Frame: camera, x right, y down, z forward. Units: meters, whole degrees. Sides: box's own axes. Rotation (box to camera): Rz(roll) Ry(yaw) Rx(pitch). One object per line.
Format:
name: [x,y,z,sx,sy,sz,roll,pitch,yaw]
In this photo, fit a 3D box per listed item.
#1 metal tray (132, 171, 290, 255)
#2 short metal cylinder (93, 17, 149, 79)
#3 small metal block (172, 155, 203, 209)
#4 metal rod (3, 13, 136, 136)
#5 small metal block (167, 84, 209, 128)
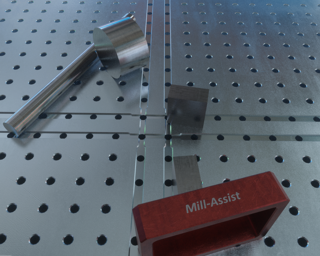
metal tray: [0.044,0.090,0.290,0.131,0.089,0.030,-12,51,-10]
short metal cylinder: [-0.060,-0.123,0.474,0.050,0.080,0.080,-29,56,-23]
small metal block: [0.029,0.065,0.337,0.025,0.050,0.050,-4,50,-4]
metal rod: [-0.125,-0.100,0.489,0.025,0.025,0.301,22,53,17]
small metal block: [0.037,-0.029,0.416,0.050,0.050,0.025,8,51,6]
